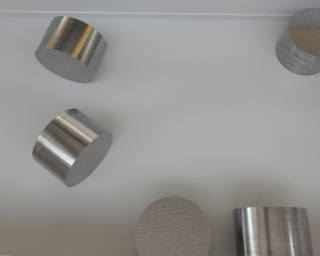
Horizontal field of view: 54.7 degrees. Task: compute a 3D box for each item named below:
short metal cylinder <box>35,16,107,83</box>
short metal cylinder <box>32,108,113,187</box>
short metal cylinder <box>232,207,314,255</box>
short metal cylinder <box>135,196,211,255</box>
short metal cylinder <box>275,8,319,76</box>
[{"bbox_3d":[-0.118,-0.103,0.417,0.080,0.080,0.050,16,71,6],"label":"short metal cylinder"},{"bbox_3d":[-0.102,0.023,0.371,0.050,0.080,0.080,35,74,12],"label":"short metal cylinder"},{"bbox_3d":[0.121,0.116,0.339,0.080,0.080,0.050,1,70,0],"label":"short metal cylinder"},{"bbox_3d":[0.014,0.121,0.352,0.081,0.050,0.080,0,70,0],"label":"short metal cylinder"},{"bbox_3d":[0.214,-0.122,0.442,0.081,0.050,0.080,0,70,0],"label":"short metal cylinder"}]
